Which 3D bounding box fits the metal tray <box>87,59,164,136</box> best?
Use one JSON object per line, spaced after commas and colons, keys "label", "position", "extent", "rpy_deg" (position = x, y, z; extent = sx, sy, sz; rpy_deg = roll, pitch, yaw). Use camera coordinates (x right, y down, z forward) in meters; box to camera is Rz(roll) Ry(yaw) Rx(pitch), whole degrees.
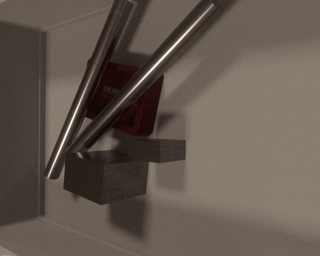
{"label": "metal tray", "position": [-0.061, -0.048, 0.451], "extent": [0.130, 0.030, 0.089], "rpy_deg": [19, 102, 38]}

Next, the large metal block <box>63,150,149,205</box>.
{"label": "large metal block", "position": [-0.074, 0.064, 0.430], "extent": [0.080, 0.081, 0.050], "rpy_deg": [9, 96, 39]}

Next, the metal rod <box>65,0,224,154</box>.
{"label": "metal rod", "position": [-0.038, -0.044, 0.396], "extent": [0.299, 0.025, 0.025], "rpy_deg": [-42, 65, 31]}

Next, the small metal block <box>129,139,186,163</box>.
{"label": "small metal block", "position": [-0.003, 0.028, 0.391], "extent": [0.050, 0.050, 0.025], "rpy_deg": [1, 91, 39]}

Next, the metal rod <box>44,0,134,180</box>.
{"label": "metal rod", "position": [-0.112, -0.045, 0.456], "extent": [0.025, 0.025, 0.298], "rpy_deg": [43, 116, 31]}
